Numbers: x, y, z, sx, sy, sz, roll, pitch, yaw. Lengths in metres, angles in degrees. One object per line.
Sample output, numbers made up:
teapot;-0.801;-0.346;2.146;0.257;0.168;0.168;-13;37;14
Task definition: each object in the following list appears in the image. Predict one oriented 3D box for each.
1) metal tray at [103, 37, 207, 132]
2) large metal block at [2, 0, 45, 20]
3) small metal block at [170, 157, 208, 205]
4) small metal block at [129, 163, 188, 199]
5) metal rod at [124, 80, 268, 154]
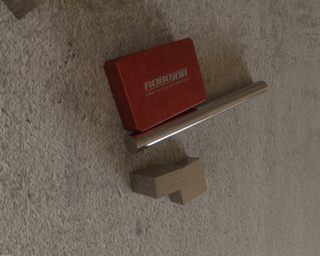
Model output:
metal tray;0.000;-0.059;0.403;0.131;0.030;0.089;-27;107;-37
large metal block;-0.123;-0.162;0.286;0.080;0.050;0.080;52;60;-28
small metal block;0.037;0.073;0.439;0.050;0.025;0.050;-21;104;-38
small metal block;-0.002;0.065;0.389;0.050;0.050;0.025;-13;99;-40
metal rod;0.074;-0.027;0.469;0.302;0.025;0.025;-23;105;-38
